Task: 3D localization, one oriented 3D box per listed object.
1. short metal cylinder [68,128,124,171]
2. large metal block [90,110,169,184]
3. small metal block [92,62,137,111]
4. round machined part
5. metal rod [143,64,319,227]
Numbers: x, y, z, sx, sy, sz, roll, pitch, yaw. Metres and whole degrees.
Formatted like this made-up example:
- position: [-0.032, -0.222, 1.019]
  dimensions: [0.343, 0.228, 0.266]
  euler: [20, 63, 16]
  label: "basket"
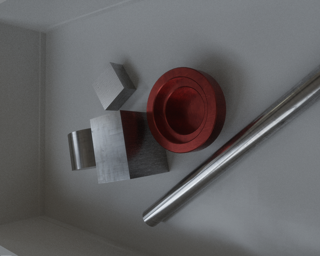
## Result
- position: [-0.087, 0.030, 0.440]
  dimensions: [0.080, 0.081, 0.050]
  euler: [-15, 80, 38]
  label: "short metal cylinder"
- position: [-0.037, 0.024, 0.397]
  dimensions: [0.050, 0.080, 0.080]
  euler: [-14, 81, 33]
  label: "large metal block"
- position: [-0.069, -0.061, 0.461]
  dimensions: [0.050, 0.025, 0.050]
  euler: [-44, 64, 31]
  label: "small metal block"
- position: [0.034, -0.020, 0.366]
  dimensions: [0.098, 0.042, 0.097]
  euler: [0, 90, 39]
  label: "round machined part"
- position: [0.078, 0.028, 0.341]
  dimensions: [0.299, 0.025, 0.025]
  euler: [-46, 63, 30]
  label: "metal rod"
